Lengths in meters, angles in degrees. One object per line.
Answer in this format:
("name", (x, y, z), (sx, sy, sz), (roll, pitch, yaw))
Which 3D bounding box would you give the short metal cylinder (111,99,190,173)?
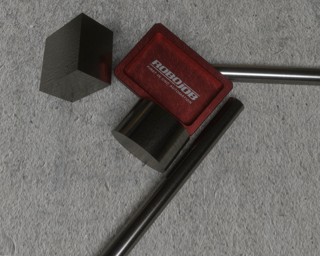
("short metal cylinder", (-0.011, 0.010, 0.375), (0.080, 0.080, 0.050), (35, 74, 11))

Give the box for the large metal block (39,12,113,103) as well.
("large metal block", (-0.109, -0.088, 0.405), (0.080, 0.050, 0.080), (-17, 65, 36))

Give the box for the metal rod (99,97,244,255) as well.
("metal rod", (0.009, 0.076, 0.380), (0.025, 0.025, 0.301), (38, 74, 12))

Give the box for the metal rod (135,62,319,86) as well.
("metal rod", (0.115, -0.077, 0.437), (0.302, 0.025, 0.025), (2, 70, 0))

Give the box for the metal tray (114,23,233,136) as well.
("metal tray", (0.017, -0.062, 0.407), (0.130, 0.030, 0.090), (41, 86, 3))
